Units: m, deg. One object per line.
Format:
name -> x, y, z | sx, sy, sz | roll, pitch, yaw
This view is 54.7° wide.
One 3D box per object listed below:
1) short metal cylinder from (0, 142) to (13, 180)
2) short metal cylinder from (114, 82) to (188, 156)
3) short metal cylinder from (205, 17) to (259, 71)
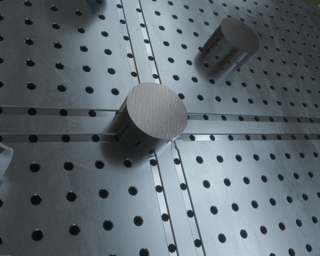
short metal cylinder -> -0.170, 0.038, 0.258 | 0.050, 0.080, 0.080 | 32, 52, -8
short metal cylinder -> -0.012, -0.011, 0.392 | 0.081, 0.050, 0.080 | 13, 56, -21
short metal cylinder -> 0.128, -0.148, 0.551 | 0.081, 0.050, 0.080 | 14, 56, -21
